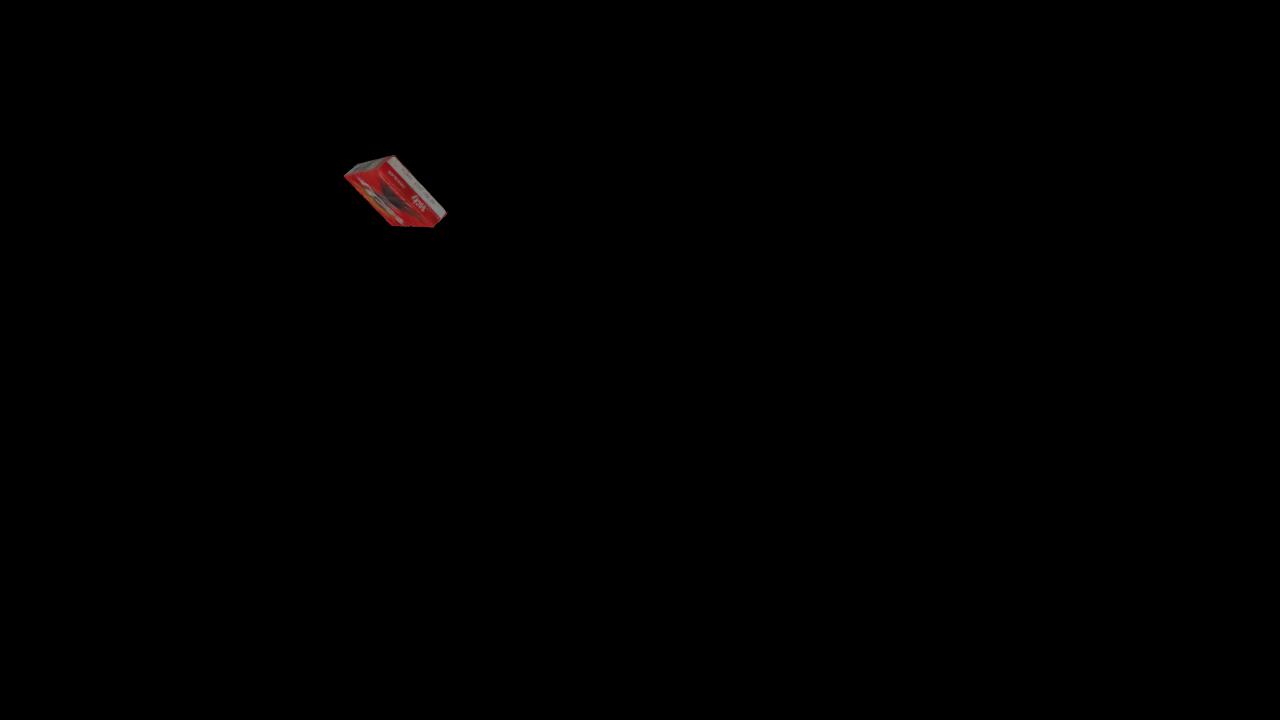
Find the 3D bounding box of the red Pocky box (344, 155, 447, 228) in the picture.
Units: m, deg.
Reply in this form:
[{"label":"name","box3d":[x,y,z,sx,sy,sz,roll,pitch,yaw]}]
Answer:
[{"label":"red Pocky box","box3d":[-0.287,-0.192,0.714,0.155,0.028,0.083,17,-26,51]}]
